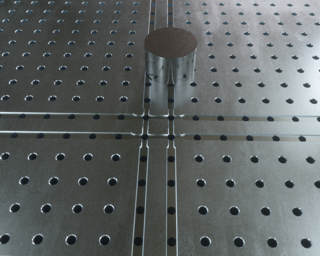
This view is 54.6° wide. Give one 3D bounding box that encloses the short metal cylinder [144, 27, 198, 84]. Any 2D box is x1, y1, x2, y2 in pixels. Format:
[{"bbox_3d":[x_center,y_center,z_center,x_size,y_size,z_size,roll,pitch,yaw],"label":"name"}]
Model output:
[{"bbox_3d":[0.017,-0.114,0.488,0.080,0.050,0.080,0,50,0],"label":"short metal cylinder"}]
